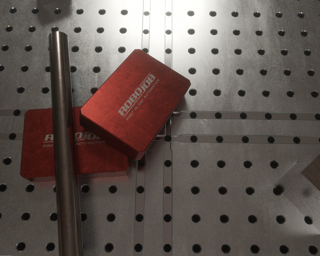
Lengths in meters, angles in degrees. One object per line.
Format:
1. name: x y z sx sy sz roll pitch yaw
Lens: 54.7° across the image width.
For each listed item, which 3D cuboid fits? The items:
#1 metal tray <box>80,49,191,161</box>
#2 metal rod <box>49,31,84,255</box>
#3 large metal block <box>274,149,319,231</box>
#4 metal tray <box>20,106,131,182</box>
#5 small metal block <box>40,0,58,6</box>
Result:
1. metal tray: -0.029 -0.034 0.399 0.090 0.030 0.130 33 59 3
2. metal rod: -0.115 0.015 0.372 0.025 0.025 0.299 -9 70 -4
3. large metal block: 0.193 0.073 0.358 0.050 0.080 0.080 -39 75 -13
4. metal tray: -0.106 0.019 0.401 0.131 0.030 0.090 -4 70 -2
5. small metal block: -0.171 -0.224 0.478 0.050 0.050 0.025 -26 73 -9
